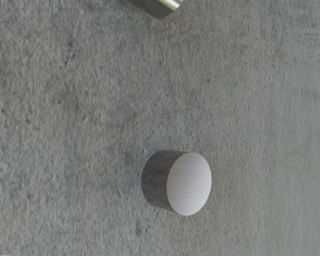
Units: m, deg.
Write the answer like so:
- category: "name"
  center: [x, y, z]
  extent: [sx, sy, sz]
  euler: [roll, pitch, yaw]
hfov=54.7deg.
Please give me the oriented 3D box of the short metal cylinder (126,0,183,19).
- category: "short metal cylinder"
  center: [-0.006, -0.179, 0.366]
  extent: [0.050, 0.080, 0.080]
  euler: [19, 78, -39]

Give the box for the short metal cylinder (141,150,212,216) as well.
- category: "short metal cylinder"
  center: [0.022, 0.070, 0.410]
  extent: [0.081, 0.050, 0.079]
  euler: [0, 90, -40]
